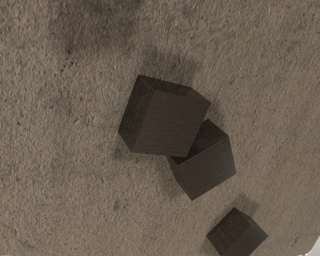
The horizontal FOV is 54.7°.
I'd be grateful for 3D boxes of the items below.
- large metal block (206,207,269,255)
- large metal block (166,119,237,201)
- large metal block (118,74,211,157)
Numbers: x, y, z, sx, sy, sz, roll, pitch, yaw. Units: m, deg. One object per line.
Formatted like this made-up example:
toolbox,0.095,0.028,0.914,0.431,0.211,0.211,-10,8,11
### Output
large metal block,0.152,0.212,0.609,0.080,0.050,0.080,-48,129,5
large metal block,0.059,0.047,0.454,0.080,0.050,0.080,-29,129,-10
large metal block,0.004,-0.013,0.386,0.081,0.050,0.079,8,114,-33
